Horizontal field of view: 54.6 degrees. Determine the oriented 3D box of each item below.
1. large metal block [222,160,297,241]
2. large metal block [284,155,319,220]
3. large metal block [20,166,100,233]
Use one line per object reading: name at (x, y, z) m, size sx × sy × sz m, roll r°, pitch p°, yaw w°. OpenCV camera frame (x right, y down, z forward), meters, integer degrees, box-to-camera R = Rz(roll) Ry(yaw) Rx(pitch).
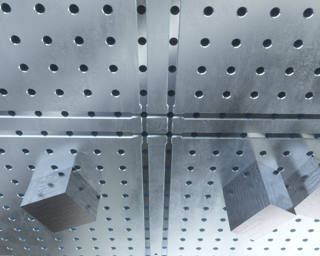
large metal block at (0.146, 0.110, 0.470) m, size 0.050 × 0.080 × 0.080 m, roll 26°, pitch 125°, yaw -21°
large metal block at (0.250, 0.096, 0.478) m, size 0.080 × 0.050 × 0.080 m, roll 17°, pitch 128°, yaw -15°
large metal block at (-0.154, 0.115, 0.492) m, size 0.080 × 0.050 × 0.080 m, roll -19°, pitch 128°, yaw 15°
